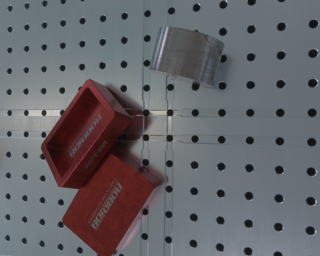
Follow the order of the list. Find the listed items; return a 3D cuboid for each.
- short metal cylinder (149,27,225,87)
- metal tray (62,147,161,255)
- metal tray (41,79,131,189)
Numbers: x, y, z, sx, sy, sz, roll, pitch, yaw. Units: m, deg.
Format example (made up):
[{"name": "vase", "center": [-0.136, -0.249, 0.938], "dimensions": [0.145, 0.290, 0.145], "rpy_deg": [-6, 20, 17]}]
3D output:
[{"name": "short metal cylinder", "center": [0.031, -0.083, 0.372], "dimensions": [0.080, 0.080, 0.050], "rpy_deg": [17, 96, 19]}, {"name": "metal tray", "center": [-0.070, 0.104, 0.434], "dimensions": [0.090, 0.030, 0.129], "rpy_deg": [34, 101, 16]}, {"name": "metal tray", "center": [-0.107, 0.008, 0.429], "dimensions": [0.130, 0.030, 0.090], "rpy_deg": [-52, 51, 12]}]
